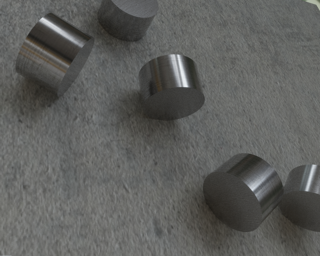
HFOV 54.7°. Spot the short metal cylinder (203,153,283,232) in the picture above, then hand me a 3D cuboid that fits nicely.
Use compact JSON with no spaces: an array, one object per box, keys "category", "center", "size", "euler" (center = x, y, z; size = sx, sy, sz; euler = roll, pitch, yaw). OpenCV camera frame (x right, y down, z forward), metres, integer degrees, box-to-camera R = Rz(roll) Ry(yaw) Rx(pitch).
[{"category":"short metal cylinder","center":[0.100,0.077,0.377],"size":[0.050,0.080,0.080],"euler":[-28,78,-38]}]

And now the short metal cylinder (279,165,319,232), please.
[{"category":"short metal cylinder","center":[0.212,0.097,0.427],"size":[0.080,0.080,0.050],"euler":[40,51,-1]}]

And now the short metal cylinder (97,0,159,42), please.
[{"category":"short metal cylinder","center":[-0.049,-0.180,0.472],"size":[0.081,0.050,0.080],"euler":[14,56,-21]}]

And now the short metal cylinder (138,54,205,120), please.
[{"category":"short metal cylinder","center":[0.014,-0.051,0.409],"size":[0.081,0.080,0.050],"euler":[5,60,-26]}]

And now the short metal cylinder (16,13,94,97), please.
[{"category":"short metal cylinder","center":[-0.118,-0.083,0.356],"size":[0.050,0.080,0.080],"euler":[31,52,-9]}]
